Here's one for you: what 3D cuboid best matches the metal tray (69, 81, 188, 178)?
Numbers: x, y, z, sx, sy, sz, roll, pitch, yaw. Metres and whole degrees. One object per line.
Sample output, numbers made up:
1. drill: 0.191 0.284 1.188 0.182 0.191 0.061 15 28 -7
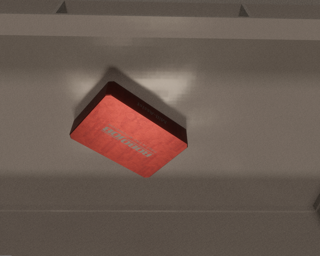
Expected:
1. metal tray: -0.039 0.008 0.412 0.130 0.030 0.090 33 123 -25
